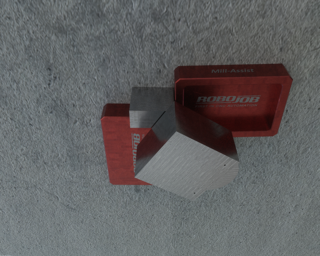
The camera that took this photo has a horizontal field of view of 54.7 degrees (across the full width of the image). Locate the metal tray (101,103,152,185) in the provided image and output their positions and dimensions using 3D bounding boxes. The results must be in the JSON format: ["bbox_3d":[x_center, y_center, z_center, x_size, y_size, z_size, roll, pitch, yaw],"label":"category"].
[{"bbox_3d":[-0.028,0.026,0.429,0.091,0.030,0.129,1,130,-1],"label":"metal tray"}]

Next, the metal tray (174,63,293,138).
[{"bbox_3d":[0.083,-0.031,0.380,0.131,0.030,0.089,-1,130,1],"label":"metal tray"}]

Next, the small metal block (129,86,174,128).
[{"bbox_3d":[-0.009,-0.026,0.371,0.050,0.050,0.025,1,130,-1],"label":"small metal block"}]

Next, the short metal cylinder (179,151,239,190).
[{"bbox_3d":[0.063,0.041,0.427,0.080,0.050,0.079,0,130,0],"label":"short metal cylinder"}]

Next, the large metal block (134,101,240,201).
[{"bbox_3d":[0.028,0.029,0.350,0.080,0.050,0.080,26,126,-21],"label":"large metal block"}]
